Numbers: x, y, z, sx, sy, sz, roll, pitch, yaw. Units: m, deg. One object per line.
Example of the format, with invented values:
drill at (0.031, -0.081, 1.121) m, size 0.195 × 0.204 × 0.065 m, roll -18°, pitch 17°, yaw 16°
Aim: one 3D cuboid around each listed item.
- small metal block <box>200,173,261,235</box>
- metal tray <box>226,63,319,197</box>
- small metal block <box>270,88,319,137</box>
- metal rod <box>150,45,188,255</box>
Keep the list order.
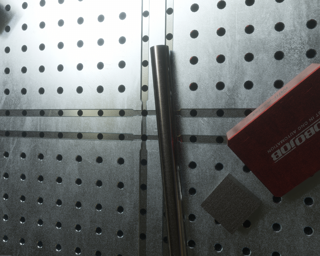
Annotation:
small metal block at (0.087, 0.092, 0.382) m, size 0.050 × 0.025 × 0.050 m, roll 42°, pitch 103°, yaw 15°
metal tray at (0.151, 0.004, 0.342) m, size 0.130 × 0.030 × 0.090 m, roll -42°, pitch 95°, yaw 15°
small metal block at (0.159, -0.016, 0.357) m, size 0.050 × 0.025 × 0.050 m, roll -13°, pitch 86°, yaw 19°
metal rod at (0.013, 0.042, 0.407) m, size 0.025 × 0.025 × 0.298 m, roll -6°, pitch 88°, yaw 19°
